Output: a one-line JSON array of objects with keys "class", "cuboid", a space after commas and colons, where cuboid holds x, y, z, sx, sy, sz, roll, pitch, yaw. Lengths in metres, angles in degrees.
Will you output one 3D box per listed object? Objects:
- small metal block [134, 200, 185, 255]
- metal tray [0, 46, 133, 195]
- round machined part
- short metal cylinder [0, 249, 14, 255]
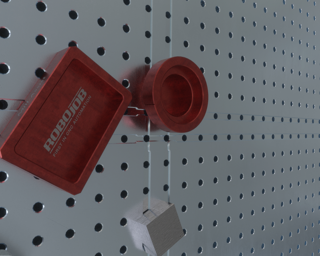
[{"class": "small metal block", "cuboid": [0.000, 0.133, 0.410, 0.050, 0.025, 0.050, -29, 108, -36]}, {"class": "metal tray", "cuboid": [-0.095, -0.007, 0.325, 0.090, 0.030, 0.130, 40, 66, -33]}, {"class": "round machined part", "cuboid": [0.016, -0.042, 0.411, 0.099, 0.042, 0.097, 0, 90, -40]}, {"class": "short metal cylinder", "cuboid": [-0.139, 0.151, 0.257, 0.080, 0.080, 0.050, -51, 120, -27]}]
